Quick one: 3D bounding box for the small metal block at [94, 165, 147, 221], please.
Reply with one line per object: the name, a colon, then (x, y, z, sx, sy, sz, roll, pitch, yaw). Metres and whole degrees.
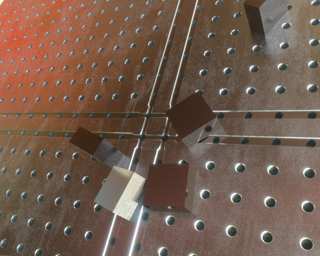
small metal block: (-0.047, 0.077, 0.374, 0.050, 0.025, 0.050, 5, 62, 54)

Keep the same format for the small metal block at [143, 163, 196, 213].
small metal block: (0.012, 0.069, 0.358, 0.050, 0.025, 0.050, -4, 60, 25)

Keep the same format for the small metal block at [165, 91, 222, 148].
small metal block: (0.042, -0.011, 0.392, 0.050, 0.025, 0.050, -33, 52, 6)

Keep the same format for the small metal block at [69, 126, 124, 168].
small metal block: (-0.085, 0.027, 0.418, 0.050, 0.050, 0.025, 22, 74, 36)

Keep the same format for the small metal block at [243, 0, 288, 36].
small metal block: (0.143, -0.163, 0.416, 0.050, 0.050, 0.025, -48, 52, -6)
